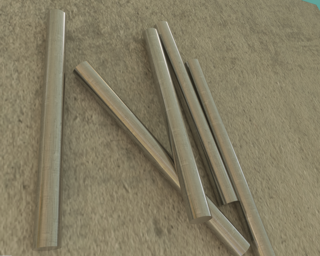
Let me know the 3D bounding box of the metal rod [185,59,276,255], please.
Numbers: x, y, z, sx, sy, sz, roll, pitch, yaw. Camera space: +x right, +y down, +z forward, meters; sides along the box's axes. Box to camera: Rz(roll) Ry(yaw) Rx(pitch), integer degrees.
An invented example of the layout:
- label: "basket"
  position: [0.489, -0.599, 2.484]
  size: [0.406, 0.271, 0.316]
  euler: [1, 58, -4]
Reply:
- label: "metal rod"
  position: [0.090, 0.029, 0.436]
  size: [0.025, 0.025, 0.299]
  euler: [-3, 63, -30]

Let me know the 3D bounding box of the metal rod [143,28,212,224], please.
- label: "metal rod"
  position: [0.014, -0.025, 0.407]
  size: [0.025, 0.025, 0.299]
  euler: [5, 53, -26]

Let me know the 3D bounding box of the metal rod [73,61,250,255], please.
- label: "metal rod"
  position: [-0.002, 0.034, 0.383]
  size: [0.300, 0.025, 0.025]
  euler: [48, 51, 5]

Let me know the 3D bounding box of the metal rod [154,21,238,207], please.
- label: "metal rod"
  position: [0.045, -0.035, 0.450]
  size: [0.025, 0.025, 0.299]
  euler: [-4, 64, -31]

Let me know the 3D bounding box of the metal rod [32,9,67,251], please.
- label: "metal rod"
  position: [-0.121, -0.021, 0.351]
  size: [0.025, 0.025, 0.299]
  euler: [6, 59, -25]
